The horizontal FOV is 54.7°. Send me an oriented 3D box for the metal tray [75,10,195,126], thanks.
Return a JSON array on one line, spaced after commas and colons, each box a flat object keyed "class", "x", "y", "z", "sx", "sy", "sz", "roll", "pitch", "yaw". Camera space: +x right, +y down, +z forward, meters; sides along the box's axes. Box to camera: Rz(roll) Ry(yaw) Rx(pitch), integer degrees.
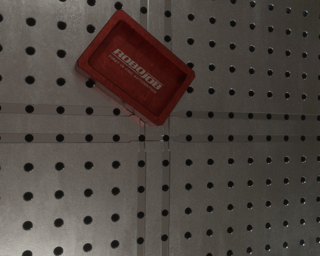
[{"class": "metal tray", "x": -0.029, "y": -0.074, "z": 0.399, "sx": 0.130, "sy": 0.030, "sz": 0.090, "roll": 37, "pitch": 78, "yaw": -17}]
